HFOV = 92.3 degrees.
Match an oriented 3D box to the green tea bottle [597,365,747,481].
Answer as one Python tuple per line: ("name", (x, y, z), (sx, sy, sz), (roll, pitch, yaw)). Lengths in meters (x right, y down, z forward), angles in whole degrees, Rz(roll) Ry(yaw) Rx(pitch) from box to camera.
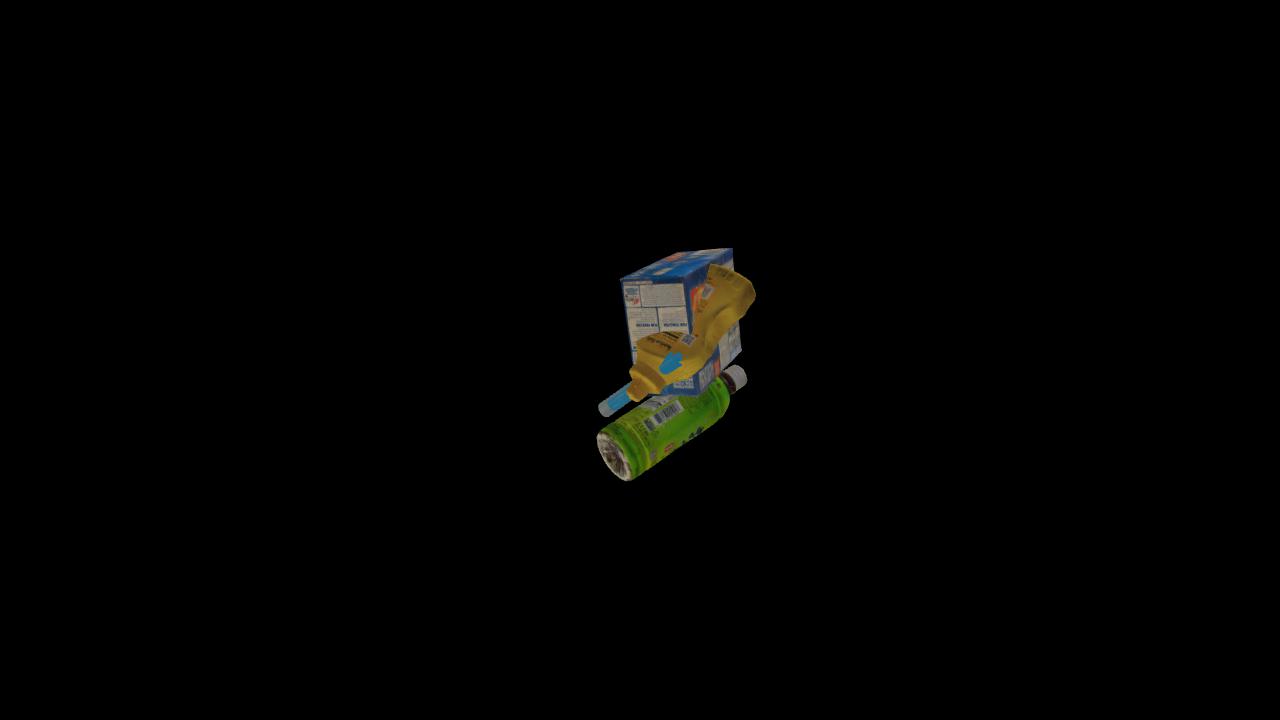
("green tea bottle", (0.049, 0.066, 0.756), (0.212, 0.073, 0.073), (-30, 14, -25))

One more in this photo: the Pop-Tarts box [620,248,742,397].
("Pop-Tarts box", (0.056, -0.051, 0.748), (0.083, 0.141, 0.167), (1, 20, 28))

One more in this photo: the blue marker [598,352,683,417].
("blue marker", (0.001, 0.027, 0.680), (0.121, 0.020, 0.020), (-37, -20, 29))

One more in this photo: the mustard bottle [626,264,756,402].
("mustard bottle", (0.045, -0.027, 0.693), (0.092, 0.184, 0.054), (27, -21, 34))
